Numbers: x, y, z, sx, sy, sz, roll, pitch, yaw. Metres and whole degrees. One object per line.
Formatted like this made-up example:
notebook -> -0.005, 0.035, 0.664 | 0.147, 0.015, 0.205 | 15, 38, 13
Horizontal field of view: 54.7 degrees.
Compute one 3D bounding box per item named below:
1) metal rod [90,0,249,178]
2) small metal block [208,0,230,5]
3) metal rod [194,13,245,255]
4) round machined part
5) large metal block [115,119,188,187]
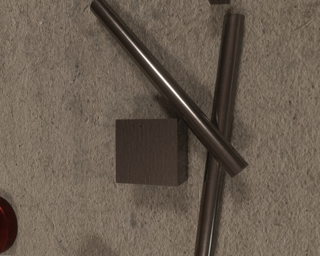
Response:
metal rod -> 0.000, -0.063, 0.391 | 0.025, 0.025, 0.300 | -43, 71, 14
small metal block -> 0.071, -0.182, 0.370 | 0.025, 0.050, 0.050 | 6, 92, 20
metal rod -> 0.073, 0.012, 0.382 | 0.025, 0.025, 0.298 | 8, 92, 19
round machined part -> -0.284, 0.160, 0.498 | 0.098, 0.042, 0.097 | 0, 90, 19
large metal block -> -0.009, 0.029, 0.398 | 0.080, 0.050, 0.079 | 0, 90, 19
